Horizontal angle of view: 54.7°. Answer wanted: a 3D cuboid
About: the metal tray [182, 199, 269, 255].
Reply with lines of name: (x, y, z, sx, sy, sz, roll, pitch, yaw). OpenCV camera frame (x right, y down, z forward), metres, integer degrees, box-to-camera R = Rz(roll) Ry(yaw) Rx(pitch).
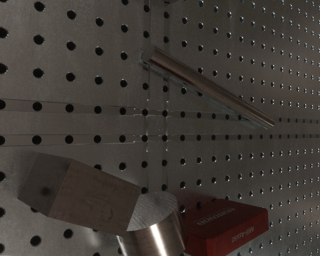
metal tray: (0.079, 0.137, 0.435, 0.131, 0.090, 0.030, -8, 96, -40)

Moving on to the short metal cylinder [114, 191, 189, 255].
short metal cylinder: (-0.012, 0.118, 0.366, 0.081, 0.080, 0.050, -28, 108, -37)

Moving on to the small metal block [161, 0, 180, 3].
small metal block: (0.006, -0.201, 0.416, 0.050, 0.025, 0.050, -4, 93, -40)

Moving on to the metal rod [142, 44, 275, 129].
metal rod: (0.095, -0.053, 0.491, 0.302, 0.025, 0.025, 22, 77, -38)

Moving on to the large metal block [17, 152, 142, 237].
large metal block: (-0.080, 0.065, 0.308, 0.080, 0.080, 0.050, 31, 71, -36)
